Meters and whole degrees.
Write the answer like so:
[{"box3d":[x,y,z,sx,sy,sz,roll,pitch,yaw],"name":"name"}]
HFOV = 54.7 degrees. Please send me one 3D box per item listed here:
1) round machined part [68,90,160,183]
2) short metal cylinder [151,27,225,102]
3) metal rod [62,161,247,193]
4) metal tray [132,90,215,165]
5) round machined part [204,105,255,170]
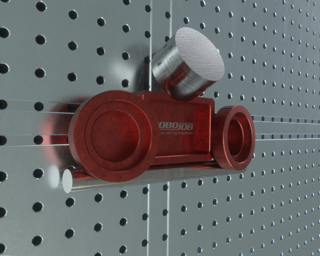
[{"box3d":[-0.053,0.009,0.343,0.099,0.042,0.097,2,87,-32],"name":"round machined part"},{"box3d":[0.036,-0.081,0.399,0.080,0.050,0.080,21,52,-29],"name":"short metal cylinder"},{"box3d":[0.019,0.059,0.420,0.302,0.025,0.025,2,89,-40],"name":"metal rod"},{"box3d":[0.020,0.001,0.417,0.131,0.030,0.089,1,90,-40],"name":"metal tray"},{"box3d":[0.104,0.015,0.475,0.099,0.042,0.097,2,87,-47],"name":"round machined part"}]
